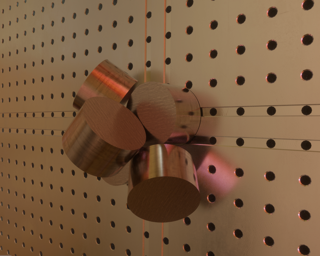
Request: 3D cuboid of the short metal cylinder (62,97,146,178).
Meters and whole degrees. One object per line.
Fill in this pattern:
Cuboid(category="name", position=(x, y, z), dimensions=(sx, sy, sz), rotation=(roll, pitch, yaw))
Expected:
Cuboid(category="short metal cylinder", position=(-0.064, 0.010, 0.357), dimensions=(0.050, 0.081, 0.080), rotation=(-49, 62, 29))

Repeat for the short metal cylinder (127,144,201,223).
Cuboid(category="short metal cylinder", position=(0.004, 0.065, 0.359), dimensions=(0.080, 0.080, 0.050), rotation=(-48, 26, 29))

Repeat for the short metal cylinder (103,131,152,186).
Cuboid(category="short metal cylinder", position=(-0.045, 0.036, 0.427), dimensions=(0.080, 0.050, 0.079), rotation=(0, 90, 39))

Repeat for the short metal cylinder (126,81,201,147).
Cuboid(category="short metal cylinder", position=(0.003, -0.016, 0.388), dimensions=(0.080, 0.050, 0.079), rotation=(0, 90, 39))

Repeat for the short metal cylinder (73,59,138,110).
Cuboid(category="short metal cylinder", position=(-0.073, -0.046, 0.422), dimensions=(0.050, 0.080, 0.080), rotation=(35, 116, -3))
